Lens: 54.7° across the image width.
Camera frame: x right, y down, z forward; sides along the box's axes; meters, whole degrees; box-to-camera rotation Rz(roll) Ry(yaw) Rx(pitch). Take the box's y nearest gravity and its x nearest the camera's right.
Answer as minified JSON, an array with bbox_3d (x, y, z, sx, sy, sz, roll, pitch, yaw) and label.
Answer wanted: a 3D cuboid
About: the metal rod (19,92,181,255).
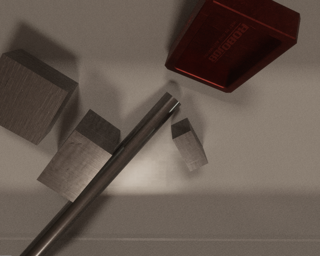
[{"bbox_3d":[-0.082,0.073,0.401,0.025,0.025,0.300,42,91,-14],"label":"metal rod"}]

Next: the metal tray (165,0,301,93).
[{"bbox_3d":[0.067,-0.088,0.327,0.091,0.130,0.030,20,70,-10],"label":"metal tray"}]

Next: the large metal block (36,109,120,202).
[{"bbox_3d":[-0.099,0.032,0.392,0.050,0.080,0.080,37,106,-13],"label":"large metal block"}]

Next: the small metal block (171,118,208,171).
[{"bbox_3d":[0.038,0.020,0.406,0.025,0.050,0.050,-27,108,9],"label":"small metal block"}]

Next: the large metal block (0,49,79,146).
[{"bbox_3d":[-0.161,-0.039,0.381,0.080,0.050,0.080,32,107,-12],"label":"large metal block"}]
